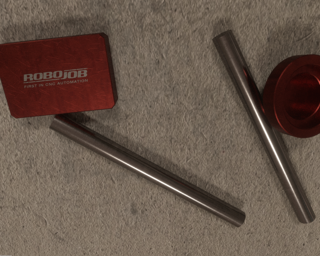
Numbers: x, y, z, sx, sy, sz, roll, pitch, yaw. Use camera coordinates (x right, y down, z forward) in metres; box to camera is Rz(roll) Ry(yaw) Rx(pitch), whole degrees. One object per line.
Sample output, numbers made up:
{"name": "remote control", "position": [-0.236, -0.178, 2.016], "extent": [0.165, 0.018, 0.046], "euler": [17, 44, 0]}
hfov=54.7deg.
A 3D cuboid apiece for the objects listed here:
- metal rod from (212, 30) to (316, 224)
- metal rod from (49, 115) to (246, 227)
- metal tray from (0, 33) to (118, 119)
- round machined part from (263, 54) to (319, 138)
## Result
{"name": "metal rod", "position": [0.146, 0.011, 0.415], "extent": [0.025, 0.025, 0.299], "euler": [-28, 108, 9]}
{"name": "metal rod", "position": [-0.009, 0.063, 0.432], "extent": [0.301, 0.025, 0.025], "euler": [30, 107, -11]}
{"name": "metal tray", "position": [-0.124, -0.064, 0.382], "extent": [0.131, 0.030, 0.089], "euler": [-6, 110, 1]}
{"name": "round machined part", "position": [0.167, -0.039, 0.378], "extent": [0.099, 0.042, 0.097], "euler": [-3, 101, -18]}
